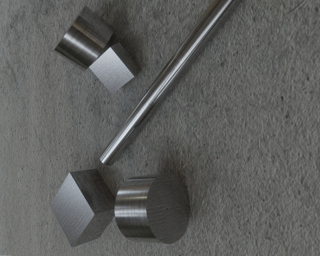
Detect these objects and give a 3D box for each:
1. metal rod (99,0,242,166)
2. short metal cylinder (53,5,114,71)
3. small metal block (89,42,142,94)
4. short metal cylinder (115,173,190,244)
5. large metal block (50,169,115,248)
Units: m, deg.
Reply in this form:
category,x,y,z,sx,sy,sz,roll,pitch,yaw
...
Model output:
category,x,y,z,sx,sy,sz,roll,pitch,yaw
metal rod,0.004,-0.055,0.399,0.298,0.025,0.025,-51,61,27
short metal cylinder,-0.112,-0.130,0.453,0.080,0.050,0.080,-41,28,28
small metal block,-0.063,-0.084,0.440,0.050,0.025,0.050,-31,104,35
short metal cylinder,-0.007,0.096,0.373,0.050,0.081,0.080,-14,81,39
large metal block,-0.118,0.122,0.483,0.080,0.050,0.080,49,119,28
